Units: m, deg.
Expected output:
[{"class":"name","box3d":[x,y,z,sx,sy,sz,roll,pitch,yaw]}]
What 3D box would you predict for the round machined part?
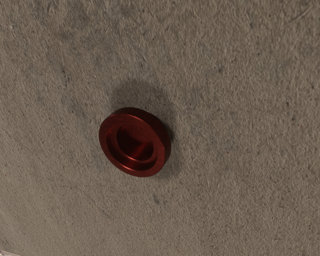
[{"class":"round machined part","box3d":[-0.030,0.015,0.419,0.098,0.042,0.097,13,124,20]}]
